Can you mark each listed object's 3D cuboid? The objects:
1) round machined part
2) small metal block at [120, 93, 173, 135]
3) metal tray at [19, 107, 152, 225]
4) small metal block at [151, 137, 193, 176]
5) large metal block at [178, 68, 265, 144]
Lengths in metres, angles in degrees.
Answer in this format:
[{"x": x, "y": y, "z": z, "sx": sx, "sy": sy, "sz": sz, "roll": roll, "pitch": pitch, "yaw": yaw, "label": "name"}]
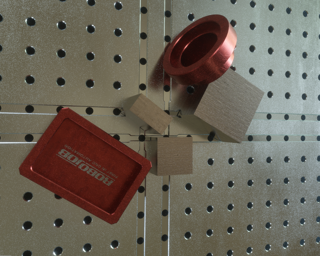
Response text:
[{"x": 0.055, "y": -0.094, "z": 0.399, "sx": 0.042, "sy": 0.098, "sz": 0.098, "roll": 40, "pitch": 76, "yaw": -36, "label": "round machined part"}, {"x": -0.018, "y": -0.017, "z": 0.393, "sx": 0.050, "sy": 0.050, "sz": 0.025, "roll": 38, "pitch": 78, "yaw": -17, "label": "small metal block"}, {"x": -0.087, "y": 0.046, "z": 0.378, "sx": 0.130, "sy": 0.030, "sz": 0.090, "roll": 35, "pitch": 78, "yaw": -17, "label": "metal tray"}, {"x": 0.016, "y": 0.037, "z": 0.420, "sx": 0.050, "sy": 0.025, "sz": 0.050, "roll": 0, "pitch": 90, "yaw": -21, "label": "small metal block"}, {"x": 0.085, "y": -0.033, "z": 0.432, "sx": 0.080, "sy": 0.050, "sz": 0.080, "roll": 30, "pitch": 80, "yaw": -18, "label": "large metal block"}]
